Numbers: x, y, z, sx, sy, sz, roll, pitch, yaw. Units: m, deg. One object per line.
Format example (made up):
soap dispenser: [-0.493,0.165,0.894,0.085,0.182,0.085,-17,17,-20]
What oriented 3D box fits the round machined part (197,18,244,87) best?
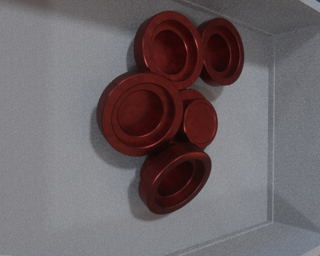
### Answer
round machined part: [0.080,-0.111,0.465,0.099,0.042,0.097,0,90,-40]

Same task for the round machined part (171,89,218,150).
round machined part: [0.044,-0.007,0.435,0.099,0.042,0.097,0,90,-40]

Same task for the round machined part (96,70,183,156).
round machined part: [-0.026,-0.020,0.361,0.099,0.042,0.097,-10,114,-24]

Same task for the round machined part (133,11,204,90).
round machined part: [0.007,-0.096,0.401,0.099,0.042,0.097,-1,91,-37]

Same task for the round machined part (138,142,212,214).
round machined part: [0.014,0.058,0.392,0.099,0.042,0.097,-23,134,-26]
